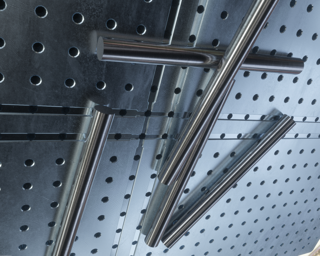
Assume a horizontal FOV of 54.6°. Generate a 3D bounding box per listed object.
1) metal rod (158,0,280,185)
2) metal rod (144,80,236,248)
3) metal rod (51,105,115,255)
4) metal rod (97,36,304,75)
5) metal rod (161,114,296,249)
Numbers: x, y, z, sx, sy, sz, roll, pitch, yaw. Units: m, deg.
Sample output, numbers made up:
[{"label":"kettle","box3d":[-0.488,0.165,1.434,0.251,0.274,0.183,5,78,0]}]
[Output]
[{"label":"metal rod","box3d":[0.067,-0.042,0.394,0.025,0.025,0.298,8,123,-32]},{"label":"metal rod","box3d":[0.038,0.061,0.468,0.025,0.025,0.298,9,114,-32]},{"label":"metal rod","box3d":[-0.114,0.109,0.415,0.025,0.025,0.298,7,115,-32]},{"label":"metal rod","box3d":[0.071,-0.088,0.394,0.302,0.025,0.025,-2,119,-28]},{"label":"metal rod","box3d":[0.114,0.092,0.529,0.300,0.025,0.025,-46,129,4]}]
